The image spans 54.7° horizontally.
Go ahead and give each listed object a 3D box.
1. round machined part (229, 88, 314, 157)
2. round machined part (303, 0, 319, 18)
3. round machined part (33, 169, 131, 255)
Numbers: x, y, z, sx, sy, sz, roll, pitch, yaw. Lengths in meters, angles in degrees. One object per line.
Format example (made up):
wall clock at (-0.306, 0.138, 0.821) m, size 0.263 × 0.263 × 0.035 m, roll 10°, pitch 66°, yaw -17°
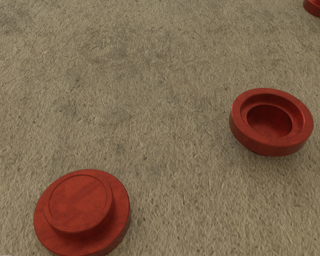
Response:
round machined part at (0.137, -0.003, 0.396) m, size 0.099 × 0.042 × 0.098 m, roll 0°, pitch 50°, yaw 0°
round machined part at (0.339, -0.256, 0.609) m, size 0.099 × 0.042 × 0.098 m, roll 0°, pitch 50°, yaw 0°
round machined part at (-0.081, 0.083, 0.321) m, size 0.099 × 0.042 × 0.098 m, roll 0°, pitch 50°, yaw 0°
